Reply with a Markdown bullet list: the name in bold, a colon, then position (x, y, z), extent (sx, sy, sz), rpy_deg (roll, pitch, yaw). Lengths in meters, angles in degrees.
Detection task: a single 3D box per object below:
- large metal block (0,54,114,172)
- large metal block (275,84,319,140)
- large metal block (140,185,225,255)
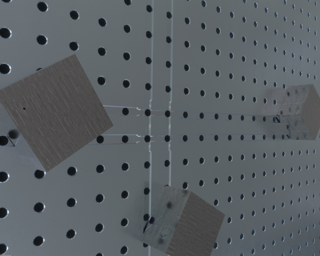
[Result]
- **large metal block**: position (-0.106, -0.015, 0.303), extent (0.080, 0.050, 0.080), rpy_deg (-39, 114, -33)
- **large metal block**: position (0.289, -0.031, 0.633), extent (0.080, 0.050, 0.080), rpy_deg (47, 62, -30)
- **large metal block**: position (0.033, 0.135, 0.420), extent (0.080, 0.050, 0.080), rpy_deg (39, 66, -33)
